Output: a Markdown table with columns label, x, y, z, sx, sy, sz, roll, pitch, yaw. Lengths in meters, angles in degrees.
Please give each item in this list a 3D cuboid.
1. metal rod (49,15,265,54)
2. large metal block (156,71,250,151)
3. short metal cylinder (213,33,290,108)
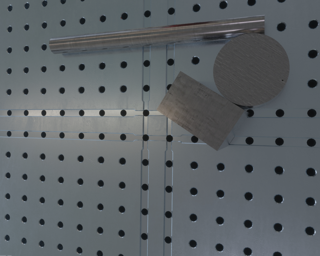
| label | x | y | z | sx | sy | sz | roll | pitch | yaw |
| --- | --- | --- | --- | --- | --- | --- | --- | --- | --- |
| metal rod | -0.017 | -0.123 | 0.418 | 0.301 | 0.025 | 0.025 | 1 | 90 | 19 |
| large metal block | 0.054 | -0.019 | 0.364 | 0.080 | 0.080 | 0.050 | 35 | 101 | 16 |
| short metal cylinder | 0.107 | -0.064 | 0.362 | 0.080 | 0.050 | 0.079 | 0 | 90 | 20 |
